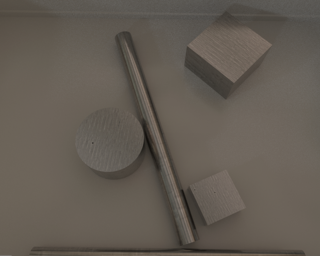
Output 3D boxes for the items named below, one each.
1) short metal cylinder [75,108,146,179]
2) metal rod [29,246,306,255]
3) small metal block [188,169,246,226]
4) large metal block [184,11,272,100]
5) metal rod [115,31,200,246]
[{"bbox_3d":[-0.059,0.021,0.388,0.081,0.050,0.080,0,70,0],"label":"short metal cylinder"},{"bbox_3d":[0.006,0.148,0.346,0.302,0.025,0.025,0,70,3],"label":"metal rod"},{"bbox_3d":[0.068,0.086,0.379,0.050,0.025,0.050,-22,72,-8],"label":"small metal block"},{"bbox_3d":[0.093,-0.101,0.435,0.080,0.050,0.080,42,75,13],"label":"large metal block"},{"bbox_3d":[-0.010,0.000,0.409,0.025,0.025,0.299,-16,71,-6],"label":"metal rod"}]
